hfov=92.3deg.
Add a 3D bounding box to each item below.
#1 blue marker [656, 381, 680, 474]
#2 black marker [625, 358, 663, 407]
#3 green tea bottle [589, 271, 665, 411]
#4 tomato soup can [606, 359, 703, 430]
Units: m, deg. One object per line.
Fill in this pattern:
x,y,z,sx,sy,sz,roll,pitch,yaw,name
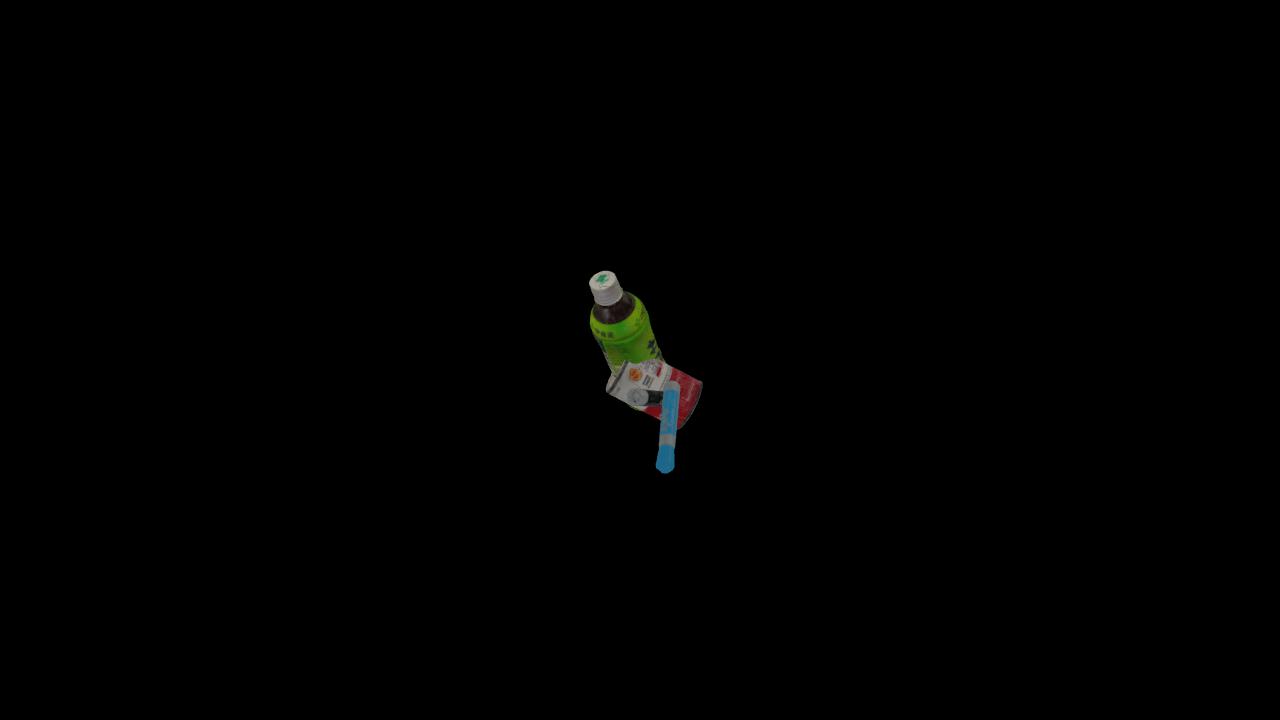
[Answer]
0.030,0.069,0.648,0.020,0.020,0.121,0,41,8,blue marker
0.024,0.045,0.699,0.020,0.020,0.121,0,-5,30,black marker
-0.014,-0.021,0.736,0.073,0.073,0.212,0,-36,18,green tea bottle
0.016,0.032,0.750,0.101,0.068,0.068,28,-5,-9,tomato soup can
